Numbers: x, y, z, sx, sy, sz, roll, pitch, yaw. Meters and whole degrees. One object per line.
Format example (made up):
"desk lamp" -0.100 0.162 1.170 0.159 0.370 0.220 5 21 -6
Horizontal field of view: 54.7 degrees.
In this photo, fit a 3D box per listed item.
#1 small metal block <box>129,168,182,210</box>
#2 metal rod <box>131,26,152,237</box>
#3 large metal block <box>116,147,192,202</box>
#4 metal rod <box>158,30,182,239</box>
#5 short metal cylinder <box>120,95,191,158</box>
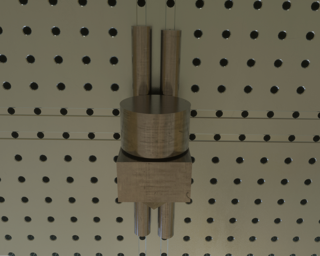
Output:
"small metal block" -0.007 0.075 0.403 0.050 0.050 0.025 -18 118 -42
"metal rod" -0.024 0.018 0.421 0.025 0.025 0.298 1 110 -1
"large metal block" -0.006 0.046 0.374 0.081 0.080 0.050 0 110 -1
"metal rod" 0.011 0.022 0.423 0.025 0.025 0.298 1 110 -1
"short metal cylinder" -0.006 -0.005 0.360 0.081 0.080 0.050 1 110 -1
